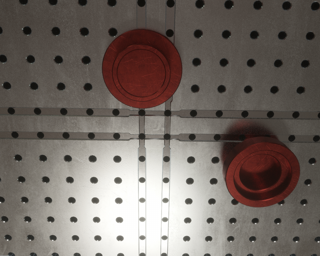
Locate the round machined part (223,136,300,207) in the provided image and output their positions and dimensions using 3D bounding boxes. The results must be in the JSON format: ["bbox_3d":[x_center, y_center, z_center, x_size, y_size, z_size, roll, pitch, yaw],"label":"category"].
[{"bbox_3d":[0.135,0.056,0.427,0.099,0.042,0.097,0,110,-1],"label":"round machined part"}]

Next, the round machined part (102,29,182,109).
[{"bbox_3d":[-0.022,-0.070,0.378,0.099,0.042,0.097,0,110,-1],"label":"round machined part"}]
